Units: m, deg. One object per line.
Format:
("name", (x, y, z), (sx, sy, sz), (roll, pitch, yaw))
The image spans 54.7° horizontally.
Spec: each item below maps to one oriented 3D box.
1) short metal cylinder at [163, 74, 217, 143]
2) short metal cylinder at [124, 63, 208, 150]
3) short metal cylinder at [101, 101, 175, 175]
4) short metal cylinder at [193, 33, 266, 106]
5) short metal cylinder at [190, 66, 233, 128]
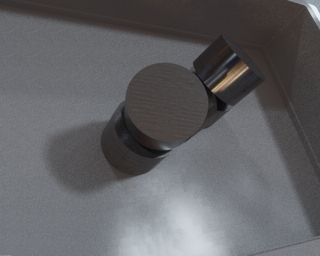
("short metal cylinder", (0.026, -0.026, 0.400), (0.050, 0.080, 0.080), (-34, 81, -38))
("short metal cylinder", (0.004, -0.020, 0.321), (0.081, 0.050, 0.080), (2, 75, -8))
("short metal cylinder", (-0.024, 0.009, 0.370), (0.081, 0.050, 0.080), (14, 56, -21))
("short metal cylinder", (0.089, -0.075, 0.400), (0.080, 0.050, 0.080), (35, 29, -23))
("short metal cylinder", (0.063, -0.046, 0.451), (0.081, 0.050, 0.080), (14, 56, -21))
